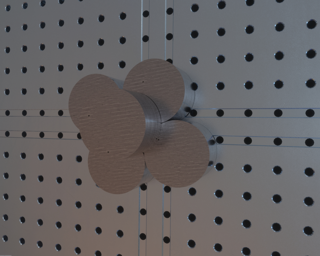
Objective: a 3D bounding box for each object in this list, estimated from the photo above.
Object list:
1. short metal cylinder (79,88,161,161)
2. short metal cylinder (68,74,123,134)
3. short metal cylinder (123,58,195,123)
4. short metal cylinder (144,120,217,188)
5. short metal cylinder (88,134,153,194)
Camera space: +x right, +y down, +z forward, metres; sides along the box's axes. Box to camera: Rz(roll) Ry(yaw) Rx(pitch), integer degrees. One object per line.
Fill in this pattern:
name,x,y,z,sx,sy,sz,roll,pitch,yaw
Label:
short metal cylinder,-0.045,-0.005,0.359,0.080,0.050,0.079,1,92,19
short metal cylinder,-0.076,-0.031,0.424,0.080,0.050,0.079,0,90,19
short metal cylinder,0.000,-0.044,0.398,0.080,0.050,0.079,0,90,19
short metal cylinder,0.027,0.030,0.388,0.080,0.050,0.079,0,90,19
short metal cylinder,-0.048,0.044,0.414,0.080,0.050,0.079,0,90,19
